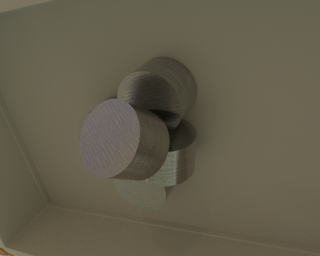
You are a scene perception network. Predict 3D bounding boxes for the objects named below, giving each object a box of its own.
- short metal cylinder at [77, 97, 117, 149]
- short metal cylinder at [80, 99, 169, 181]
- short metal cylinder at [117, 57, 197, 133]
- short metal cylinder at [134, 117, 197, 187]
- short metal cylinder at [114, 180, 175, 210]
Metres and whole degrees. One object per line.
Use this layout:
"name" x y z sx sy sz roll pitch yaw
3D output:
"short metal cylinder" -0.064 0.004 0.424 0.080 0.050 0.079 13 124 20
"short metal cylinder" -0.037 0.014 0.327 0.080 0.050 0.080 -9 74 33
"short metal cylinder" -0.003 -0.038 0.367 0.080 0.050 0.079 13 124 20
"short metal cylinder" 0.004 0.027 0.385 0.080 0.080 0.050 13 124 21
"short metal cylinder" -0.018 0.069 0.441 0.080 0.050 0.079 13 124 20
